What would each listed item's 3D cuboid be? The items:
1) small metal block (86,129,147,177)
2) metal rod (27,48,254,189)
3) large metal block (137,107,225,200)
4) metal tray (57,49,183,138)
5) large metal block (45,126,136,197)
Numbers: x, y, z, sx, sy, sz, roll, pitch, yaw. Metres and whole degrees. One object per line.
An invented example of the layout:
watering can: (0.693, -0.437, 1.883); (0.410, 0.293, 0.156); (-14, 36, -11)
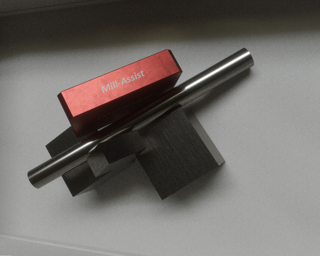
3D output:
small metal block: (-0.052, 0.030, 0.361); (0.025, 0.050, 0.050); (61, 144, 10)
metal rod: (-0.024, -0.011, 0.377); (0.301, 0.025, 0.025); (-30, 80, 2)
large metal block: (0.022, 0.031, 0.387); (0.080, 0.050, 0.080); (-35, 79, 16)
metal tray: (-0.045, -0.037, 0.361); (0.131, 0.090, 0.030); (-25, 82, -15)
large metal block: (-0.095, 0.035, 0.426); (0.080, 0.050, 0.080); (-35, 79, 16)
